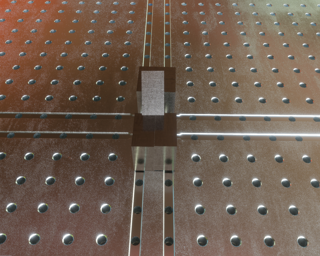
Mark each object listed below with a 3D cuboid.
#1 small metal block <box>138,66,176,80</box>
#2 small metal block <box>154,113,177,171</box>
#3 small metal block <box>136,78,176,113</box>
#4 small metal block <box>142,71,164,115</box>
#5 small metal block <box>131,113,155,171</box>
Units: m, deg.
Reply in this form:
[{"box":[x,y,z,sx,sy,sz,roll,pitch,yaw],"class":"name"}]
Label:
[{"box":[-0.004,-0.060,0.441,0.050,0.050,0.025,2,50,1],"class":"small metal block"},{"box":[0.007,0.017,0.376,0.025,0.050,0.050,1,50,1],"class":"small metal block"},{"box":[-0.005,-0.040,0.424,0.050,0.050,0.025,2,50,1],"class":"small metal block"},{"box":[-0.008,-0.043,0.373,0.025,0.050,0.050,0,8,1],"class":"small metal block"},{"box":[-0.019,0.017,0.376,0.025,0.050,0.050,1,50,1],"class":"small metal block"}]
